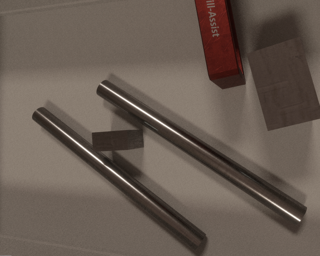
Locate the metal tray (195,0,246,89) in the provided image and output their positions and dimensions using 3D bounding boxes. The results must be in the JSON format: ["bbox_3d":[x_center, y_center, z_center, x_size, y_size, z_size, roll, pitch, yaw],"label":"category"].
[{"bbox_3d":[0.067,-0.114,0.351,0.030,0.090,0.129,-11,87,19],"label":"metal tray"}]

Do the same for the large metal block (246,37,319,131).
[{"bbox_3d":[0.132,-0.042,0.335,0.050,0.080,0.080,-15,85,19],"label":"large metal block"}]

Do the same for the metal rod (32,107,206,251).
[{"bbox_3d":[-0.067,0.062,0.432,0.300,0.025,0.025,35,101,16],"label":"metal rod"}]

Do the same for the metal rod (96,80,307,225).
[{"bbox_3d":[0.040,0.022,0.395,0.300,0.025,0.025,33,101,16],"label":"metal rod"}]

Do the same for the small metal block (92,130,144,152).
[{"bbox_3d":[-0.055,0.016,0.416,0.050,0.050,0.025,-4,89,19],"label":"small metal block"}]
